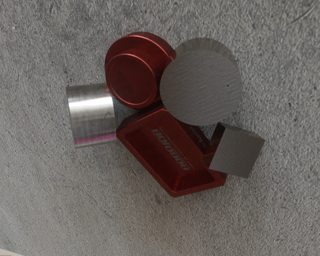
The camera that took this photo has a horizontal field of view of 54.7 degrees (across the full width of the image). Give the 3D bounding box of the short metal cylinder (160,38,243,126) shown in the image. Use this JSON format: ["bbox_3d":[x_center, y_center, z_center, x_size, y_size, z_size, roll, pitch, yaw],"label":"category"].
[{"bbox_3d":[0.043,-0.049,0.326,0.080,0.050,0.079,3,119,6],"label":"short metal cylinder"}]

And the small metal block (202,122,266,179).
[{"bbox_3d":[0.084,0.026,0.357,0.050,0.025,0.050,16,105,-14],"label":"small metal block"}]

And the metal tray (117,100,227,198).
[{"bbox_3d":[0.016,0.030,0.400,0.090,0.030,0.130,-24,115,36],"label":"metal tray"}]

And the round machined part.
[{"bbox_3d":[-0.026,-0.062,0.373,0.098,0.042,0.097,13,124,21],"label":"round machined part"}]

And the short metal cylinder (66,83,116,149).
[{"bbox_3d":[-0.091,-0.016,0.402,0.050,0.080,0.079,-9,124,-17],"label":"short metal cylinder"}]
